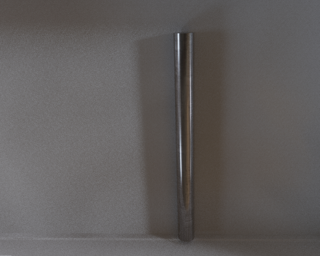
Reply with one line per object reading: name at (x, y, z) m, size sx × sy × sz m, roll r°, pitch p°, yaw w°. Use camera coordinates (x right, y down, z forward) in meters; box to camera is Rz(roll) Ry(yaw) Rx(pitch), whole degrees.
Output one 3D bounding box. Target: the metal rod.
metal rod at (0.034, 0.026, 0.421) m, size 0.025 × 0.025 × 0.298 m, roll -2°, pitch 110°, yaw 0°
